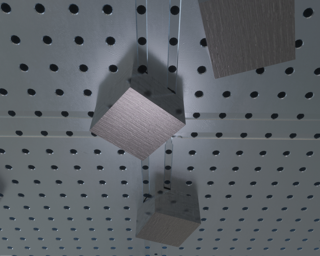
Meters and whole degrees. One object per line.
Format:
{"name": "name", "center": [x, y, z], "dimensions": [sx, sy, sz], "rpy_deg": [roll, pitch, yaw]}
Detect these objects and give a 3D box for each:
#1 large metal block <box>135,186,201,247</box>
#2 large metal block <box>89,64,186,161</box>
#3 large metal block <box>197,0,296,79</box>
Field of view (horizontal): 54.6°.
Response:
{"name": "large metal block", "center": [0.012, 0.151, 0.524], "dimensions": [0.080, 0.050, 0.080], "rpy_deg": [19, 128, -16]}
{"name": "large metal block", "center": [-0.027, -0.016, 0.381], "dimensions": [0.080, 0.050, 0.080], "rpy_deg": [33, 123, -25]}
{"name": "large metal block", "center": [0.084, -0.104, 0.307], "dimensions": [0.080, 0.050, 0.080], "rpy_deg": [-13, 129, 10]}
